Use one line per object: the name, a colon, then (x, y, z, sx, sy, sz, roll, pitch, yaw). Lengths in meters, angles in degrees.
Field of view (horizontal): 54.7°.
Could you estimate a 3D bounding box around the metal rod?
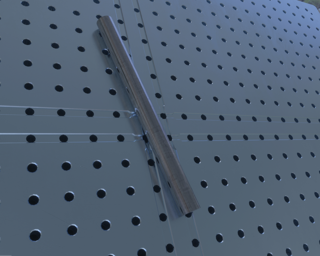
metal rod: (-0.023, -0.029, 0.414, 0.025, 0.025, 0.299, -12, 68, -34)
